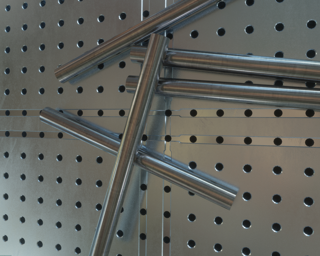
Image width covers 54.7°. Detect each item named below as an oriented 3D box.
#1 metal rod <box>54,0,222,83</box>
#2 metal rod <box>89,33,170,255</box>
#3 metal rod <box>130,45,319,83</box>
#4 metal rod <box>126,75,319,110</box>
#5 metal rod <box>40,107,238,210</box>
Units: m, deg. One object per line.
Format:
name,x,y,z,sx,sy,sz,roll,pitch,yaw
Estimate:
metal rod,-0.017,-0.134,0.417,0.300,0.025,0.025,-23,83,18
metal rod,-0.041,0.029,0.398,0.025,0.025,0.298,18,96,18
metal rod,0.105,-0.076,0.375,0.301,0.025,0.025,10,93,19
metal rod,0.099,-0.042,0.377,0.301,0.025,0.025,7,93,19
metal rod,-0.042,0.035,0.426,0.301,0.025,0.025,23,98,18
